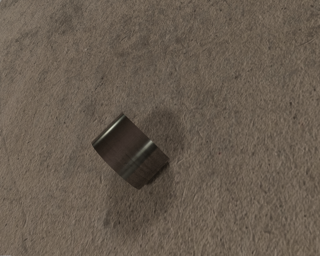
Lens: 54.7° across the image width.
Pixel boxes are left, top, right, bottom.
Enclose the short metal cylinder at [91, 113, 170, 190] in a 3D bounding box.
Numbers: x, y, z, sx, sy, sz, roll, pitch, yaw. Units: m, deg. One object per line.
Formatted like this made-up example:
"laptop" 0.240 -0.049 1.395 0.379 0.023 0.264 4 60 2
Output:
"short metal cylinder" -0.034 0.027 0.369 0.050 0.080 0.080 -45 51 -3
